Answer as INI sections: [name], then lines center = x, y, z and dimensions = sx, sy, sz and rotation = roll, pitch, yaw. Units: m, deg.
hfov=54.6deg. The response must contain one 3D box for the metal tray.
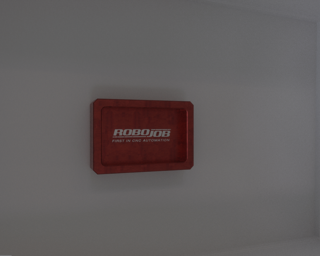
[metal tray]
center = -0.022, 0.010, 0.399
dimensions = 0.131, 0.030, 0.090
rotation = 0, 90, -20
